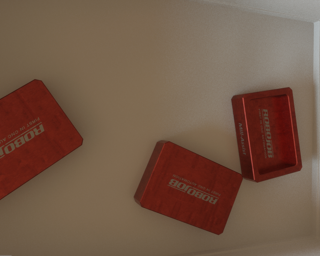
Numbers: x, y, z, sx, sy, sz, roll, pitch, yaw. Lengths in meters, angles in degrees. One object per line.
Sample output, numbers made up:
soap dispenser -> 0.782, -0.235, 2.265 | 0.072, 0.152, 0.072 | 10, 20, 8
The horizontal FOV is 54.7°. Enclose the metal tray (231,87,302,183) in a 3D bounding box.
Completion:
metal tray -> 0.163, 0.008, 0.469 | 0.091, 0.030, 0.129 | -10, 94, -20

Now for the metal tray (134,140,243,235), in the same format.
metal tray -> 0.041, 0.082, 0.425 | 0.131, 0.030, 0.090 | 25, 81, -19

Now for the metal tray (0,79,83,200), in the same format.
metal tray -> -0.166, 0.016, 0.347 | 0.131, 0.030, 0.090 | -36, 102, -17
